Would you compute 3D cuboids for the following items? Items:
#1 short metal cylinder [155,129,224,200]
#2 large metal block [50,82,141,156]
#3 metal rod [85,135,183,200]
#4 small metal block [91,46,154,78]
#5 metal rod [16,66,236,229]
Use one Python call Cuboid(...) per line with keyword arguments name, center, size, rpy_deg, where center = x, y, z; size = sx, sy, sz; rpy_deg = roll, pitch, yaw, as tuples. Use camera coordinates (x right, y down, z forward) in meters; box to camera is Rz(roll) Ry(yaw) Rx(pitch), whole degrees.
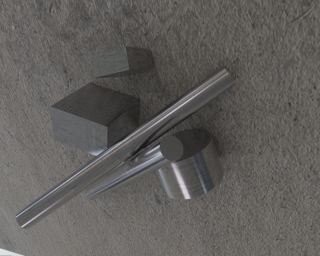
Cuboid(name="short metal cylinder", center=(0.032, 0.042, 0.381), size=(0.080, 0.080, 0.050), rpy_deg=(-9, 114, 32))
Cuboid(name="large metal block", center=(-0.082, -0.012, 0.407), size=(0.080, 0.080, 0.050), rpy_deg=(19, 126, 17))
Cuboid(name="metal rod", center=(-0.054, 0.066, 0.416), size=(0.025, 0.025, 0.299), rpy_deg=(47, 148, -5))
Cuboid(name="small metal block", center=(-0.043, -0.076, 0.363), size=(0.050, 0.050, 0.025), rpy_deg=(-6, 96, 31))
Cuboid(name="metal rod", center=(-0.046, 0.028, 0.359), size=(0.300, 0.025, 0.025), rpy_deg=(-35, 100, 9))
